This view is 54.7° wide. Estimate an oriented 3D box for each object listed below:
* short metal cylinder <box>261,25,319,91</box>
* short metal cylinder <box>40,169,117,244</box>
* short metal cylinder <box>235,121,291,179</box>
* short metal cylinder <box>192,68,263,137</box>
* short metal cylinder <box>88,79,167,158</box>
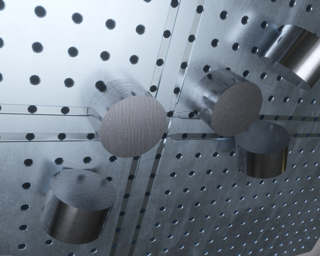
[{"bbox_3d":[0.186,-0.094,0.419,0.080,0.080,0.050,28,103,-38],"label":"short metal cylinder"},{"bbox_3d":[-0.099,0.093,0.379,0.081,0.080,0.050,10,114,-33],"label":"short metal cylinder"},{"bbox_3d":[0.158,0.033,0.482,0.081,0.080,0.050,-22,127,-16],"label":"short metal cylinder"},{"bbox_3d":[0.091,-0.035,0.423,0.081,0.050,0.079,-14,124,-21],"label":"short metal cylinder"},{"bbox_3d":[-0.039,-0.012,0.366,0.081,0.050,0.079,-14,124,-21],"label":"short metal cylinder"}]
